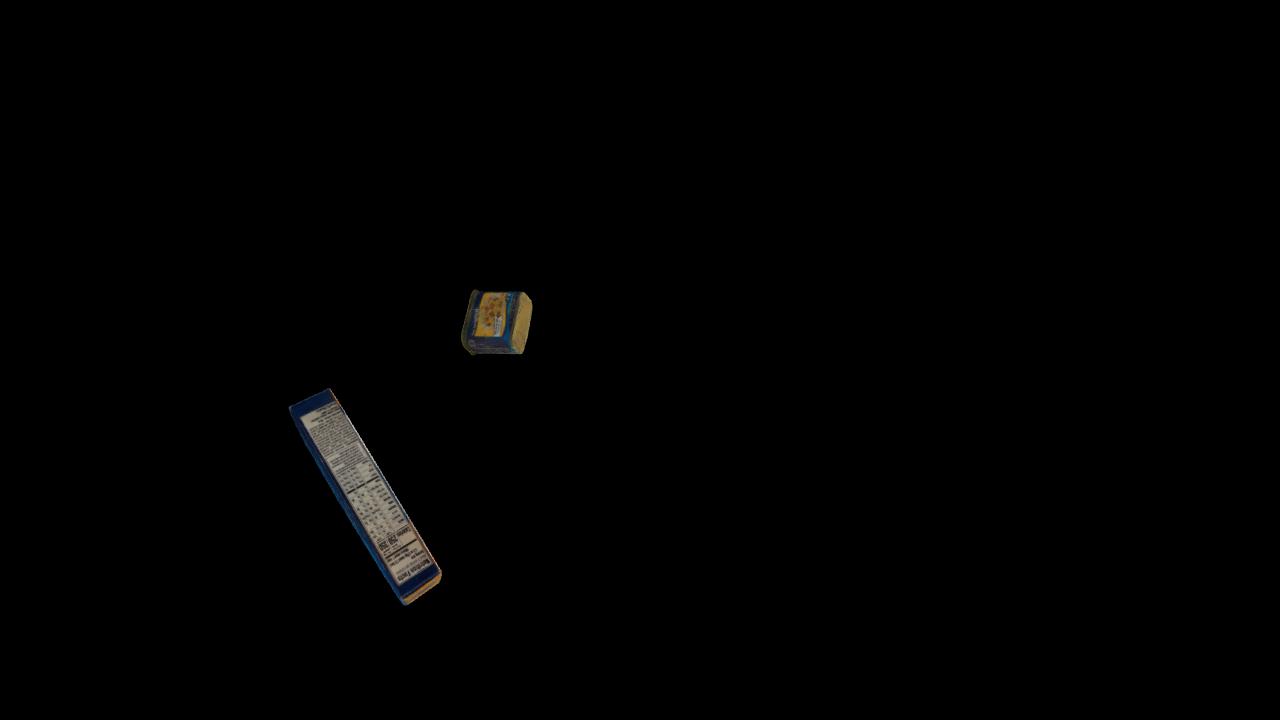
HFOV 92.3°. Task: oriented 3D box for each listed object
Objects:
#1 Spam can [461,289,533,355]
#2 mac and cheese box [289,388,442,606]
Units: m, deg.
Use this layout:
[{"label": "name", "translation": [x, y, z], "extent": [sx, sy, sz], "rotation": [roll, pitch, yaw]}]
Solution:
[{"label": "Spam can", "translation": [-0.222, -0.059, 0.966], "extent": [0.085, 0.101, 0.058], "rotation": [1, -23, 13]}, {"label": "mac and cheese box", "translation": [-0.235, 0.121, 0.531], "extent": [0.041, 0.184, 0.093], "rotation": [-31, -10, -29]}]
